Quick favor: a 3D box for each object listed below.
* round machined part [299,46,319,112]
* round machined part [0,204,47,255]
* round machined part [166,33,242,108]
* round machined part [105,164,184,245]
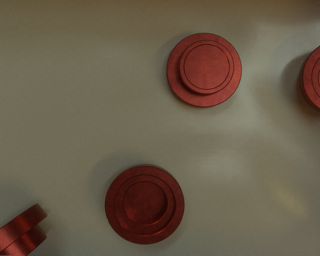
[{"bbox_3d":[0.231,-0.063,0.398,0.098,0.042,0.097,0,91,12],"label":"round machined part"},{"bbox_3d":[-0.178,0.139,0.374,0.098,0.098,0.042,-37,90,0],"label":"round machined part"},{"bbox_3d":[0.058,-0.076,0.403,0.099,0.042,0.097,0,90,0],"label":"round machined part"},{"bbox_3d":[-0.019,0.095,0.403,0.099,0.042,0.097,0,90,0],"label":"round machined part"}]
